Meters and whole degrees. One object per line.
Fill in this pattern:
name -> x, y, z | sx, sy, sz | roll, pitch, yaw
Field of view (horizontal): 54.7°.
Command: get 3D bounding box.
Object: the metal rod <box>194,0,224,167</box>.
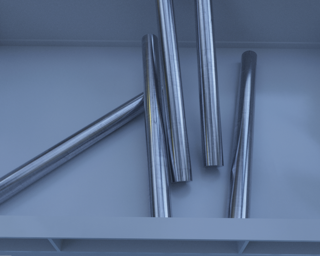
metal rod -> 0.061, -0.099, 0.406 | 0.025, 0.025, 0.299 | -1, 76, -1

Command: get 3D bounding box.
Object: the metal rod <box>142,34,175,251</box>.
metal rod -> -0.006, -0.007, 0.387 | 0.025, 0.025, 0.299 | -3, 57, -2

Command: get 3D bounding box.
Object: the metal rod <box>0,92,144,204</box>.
metal rod -> -0.110, 0.023, 0.384 | 0.302, 0.025, 0.025 | -35, 58, -26

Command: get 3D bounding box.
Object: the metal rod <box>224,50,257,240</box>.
metal rod -> 0.111, -0.003, 0.408 | 0.025, 0.025, 0.300 | 10, 51, 8

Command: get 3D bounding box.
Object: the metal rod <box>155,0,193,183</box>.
metal rod -> 0.013, -0.081, 0.397 | 0.025, 0.025, 0.299 | -4, 74, -3
